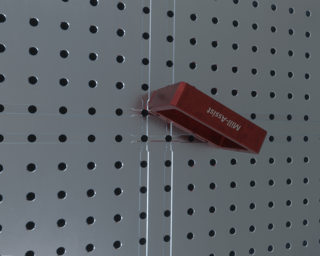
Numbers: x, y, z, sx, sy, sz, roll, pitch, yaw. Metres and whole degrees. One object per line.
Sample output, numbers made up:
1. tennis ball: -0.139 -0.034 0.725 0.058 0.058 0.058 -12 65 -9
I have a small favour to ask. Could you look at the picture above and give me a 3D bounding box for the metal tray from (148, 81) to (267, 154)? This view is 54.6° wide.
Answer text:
1. metal tray: 0.058 -0.010 0.399 0.131 0.090 0.030 28 81 -18
